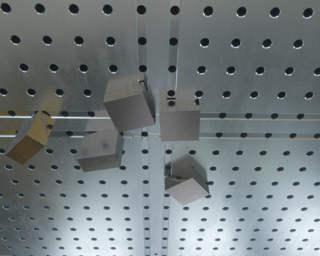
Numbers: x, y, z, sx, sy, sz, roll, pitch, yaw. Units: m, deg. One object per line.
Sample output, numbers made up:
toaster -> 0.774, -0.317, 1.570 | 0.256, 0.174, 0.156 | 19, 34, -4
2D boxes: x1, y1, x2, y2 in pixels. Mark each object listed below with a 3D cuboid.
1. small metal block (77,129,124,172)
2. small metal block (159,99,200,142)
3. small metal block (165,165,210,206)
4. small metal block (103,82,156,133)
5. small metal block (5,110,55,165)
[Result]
small metal block -> -0.079, 0.030, 0.420 | 0.050, 0.050, 0.025 | -9, 130, 7
small metal block -> 0.025, -0.010, 0.403 | 0.050, 0.025, 0.050 | -2, 130, 1
small metal block -> 0.043, 0.092, 0.490 | 0.050, 0.025, 0.050 | -30, 124, 22
small metal block -> -0.037, -0.025, 0.390 | 0.050, 0.025, 0.050 | -13, 129, 10
small metal block -> -0.168, 0.012, 0.404 | 0.050, 0.050, 0.025 | -36, 122, 26
